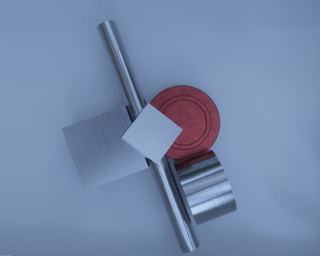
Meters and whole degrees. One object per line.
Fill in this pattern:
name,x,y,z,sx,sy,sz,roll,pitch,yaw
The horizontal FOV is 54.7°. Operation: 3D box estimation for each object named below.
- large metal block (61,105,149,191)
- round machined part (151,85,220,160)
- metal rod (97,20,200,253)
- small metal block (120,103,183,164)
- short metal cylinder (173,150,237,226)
large metal block,-0.066,0.024,0.394,0.080,0.050,0.080,-20,90,-1
round machined part,0.029,-0.007,0.401,0.099,0.042,0.097,0,90,-1
metal rod,-0.015,0.011,0.389,0.025,0.025,0.299,-21,90,0
small metal block,-0.011,0.007,0.361,0.050,0.025,0.050,38,78,-7
short metal cylinder,0.054,0.073,0.383,0.050,0.080,0.080,-21,90,0
